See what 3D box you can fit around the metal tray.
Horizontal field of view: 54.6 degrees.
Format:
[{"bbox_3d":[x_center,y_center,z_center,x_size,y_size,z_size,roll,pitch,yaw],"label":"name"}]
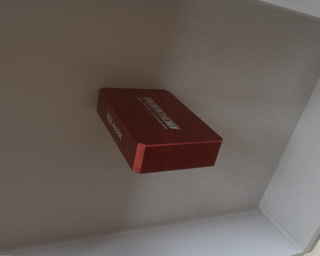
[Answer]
[{"bbox_3d":[-0.006,-0.004,0.334,0.091,0.130,0.030,-2,119,-28],"label":"metal tray"}]
